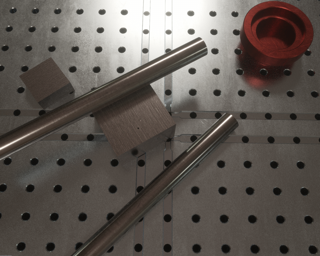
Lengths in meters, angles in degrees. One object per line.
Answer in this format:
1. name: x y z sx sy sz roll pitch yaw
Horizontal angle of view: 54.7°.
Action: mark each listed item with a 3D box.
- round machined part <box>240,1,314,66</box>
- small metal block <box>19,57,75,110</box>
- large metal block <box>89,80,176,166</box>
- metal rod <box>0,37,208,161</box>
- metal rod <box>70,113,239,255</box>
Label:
1. round machined part: 0.166 -0.132 0.453 0.099 0.042 0.098 0 70 -1
2. small metal block: -0.157 -0.062 0.433 0.050 0.025 0.050 -36 74 -12
3. large metal block: -0.036 -0.010 0.402 0.080 0.050 0.080 -29 73 -11
4. metal rod: -0.076 -0.034 0.370 0.302 0.025 0.025 -29 73 -10
5. metal rod: -0.014 0.085 0.380 0.301 0.025 0.025 -41 76 -14
